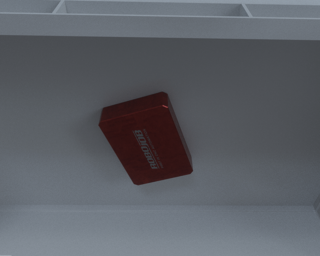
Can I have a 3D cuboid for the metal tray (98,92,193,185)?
[{"bbox_3d":[-0.015,0.020,0.423,0.090,0.030,0.129,-14,129,11],"label":"metal tray"}]
